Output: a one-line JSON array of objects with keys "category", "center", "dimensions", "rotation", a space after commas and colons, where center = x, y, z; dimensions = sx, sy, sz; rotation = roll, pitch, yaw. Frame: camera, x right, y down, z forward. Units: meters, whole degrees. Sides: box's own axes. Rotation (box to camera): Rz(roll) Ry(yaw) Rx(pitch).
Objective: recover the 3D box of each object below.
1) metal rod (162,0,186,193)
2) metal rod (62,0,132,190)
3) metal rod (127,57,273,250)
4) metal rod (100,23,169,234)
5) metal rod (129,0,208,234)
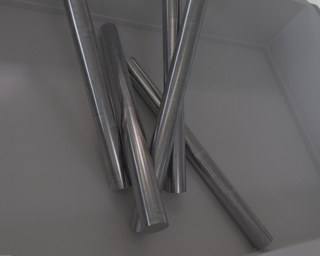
[{"category": "metal rod", "center": [0.017, -0.072, 0.384], "dimensions": [0.025, 0.025, 0.298], "rotation": [2, 85, -28]}, {"category": "metal rod", "center": [-0.078, -0.080, 0.337], "dimensions": [0.025, 0.025, 0.298], "rotation": [-16, 94, -34]}, {"category": "metal rod", "center": [0.043, 0.026, 0.412], "dimensions": [0.025, 0.025, 0.299], "rotation": [-30, 78, -38]}, {"category": "metal rod", "center": [-0.040, -0.026, 0.367], "dimensions": [0.025, 0.025, 0.299], "rotation": [4, 50, -27]}, {"category": "metal rod", "center": [0.015, -0.034, 0.353], "dimensions": [0.025, 0.025, 0.299], "rotation": [17, 81, -19]}]
